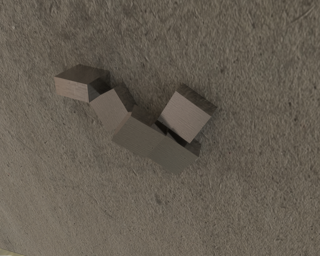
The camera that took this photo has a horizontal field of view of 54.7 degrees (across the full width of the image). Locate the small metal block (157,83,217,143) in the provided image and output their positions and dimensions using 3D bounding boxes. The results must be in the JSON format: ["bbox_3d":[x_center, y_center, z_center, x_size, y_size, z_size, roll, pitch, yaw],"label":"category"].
[{"bbox_3d":[0.033,-0.018,0.379,0.050,0.025,0.050,36,129,3],"label":"small metal block"}]

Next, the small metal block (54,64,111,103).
[{"bbox_3d":[-0.100,-0.060,0.407,0.050,0.050,0.025,15,125,19],"label":"small metal block"}]

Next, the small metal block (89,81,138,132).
[{"bbox_3d":[-0.060,-0.028,0.421,0.050,0.025,0.050,-20,108,35],"label":"small metal block"}]

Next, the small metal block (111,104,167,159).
[{"bbox_3d":[-0.026,0.005,0.398,0.050,0.025,0.050,31,126,-16],"label":"small metal block"}]

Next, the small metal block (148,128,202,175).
[{"bbox_3d":[0.018,0.029,0.409,0.050,0.025,0.050,34,130,-12],"label":"small metal block"}]
